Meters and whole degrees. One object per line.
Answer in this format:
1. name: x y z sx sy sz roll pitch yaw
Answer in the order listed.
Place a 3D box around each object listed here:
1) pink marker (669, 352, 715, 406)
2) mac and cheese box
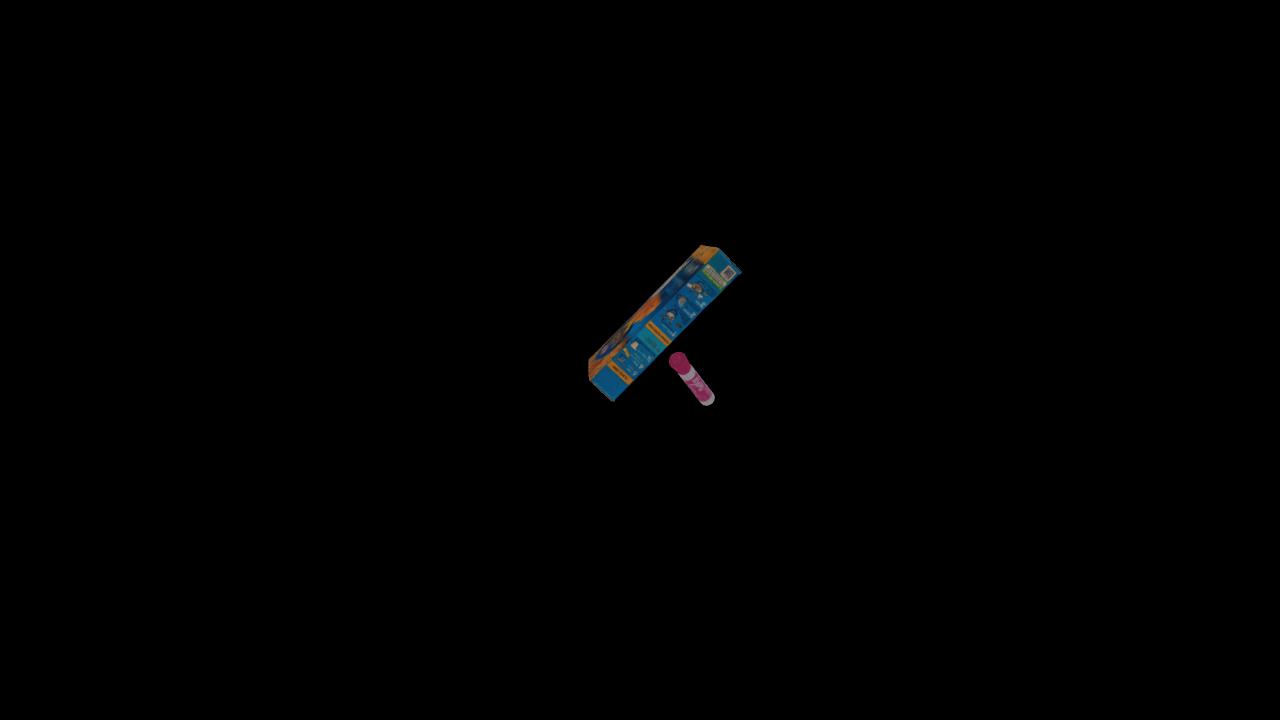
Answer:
1. pink marker: 0.057 0.021 0.670 0.020 0.020 0.121 0 -23 23
2. mac and cheese box: 0.021 -0.043 0.653 0.041 0.184 0.093 44 5 -14
